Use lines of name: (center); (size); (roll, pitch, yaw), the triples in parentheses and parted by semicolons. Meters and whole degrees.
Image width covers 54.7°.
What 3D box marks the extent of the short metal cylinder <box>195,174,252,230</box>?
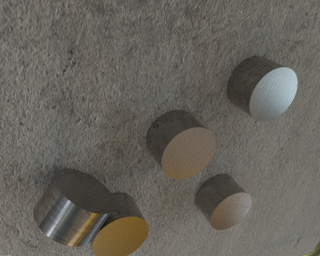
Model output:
short metal cylinder: (0.107, 0.125, 0.526); (0.081, 0.050, 0.079); (-14, 124, -21)

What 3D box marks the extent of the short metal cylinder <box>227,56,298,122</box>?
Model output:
short metal cylinder: (0.142, -0.055, 0.434); (0.081, 0.050, 0.079); (-14, 124, -21)

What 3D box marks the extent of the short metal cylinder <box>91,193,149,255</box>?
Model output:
short metal cylinder: (-0.063, 0.140, 0.443); (0.081, 0.050, 0.079); (-14, 124, -21)

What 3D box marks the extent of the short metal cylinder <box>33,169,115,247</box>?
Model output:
short metal cylinder: (-0.102, 0.094, 0.374); (0.080, 0.080, 0.050); (26, 104, -37)

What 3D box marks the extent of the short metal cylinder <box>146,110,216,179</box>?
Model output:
short metal cylinder: (0.028, 0.022, 0.419); (0.081, 0.050, 0.079); (-14, 124, -21)
